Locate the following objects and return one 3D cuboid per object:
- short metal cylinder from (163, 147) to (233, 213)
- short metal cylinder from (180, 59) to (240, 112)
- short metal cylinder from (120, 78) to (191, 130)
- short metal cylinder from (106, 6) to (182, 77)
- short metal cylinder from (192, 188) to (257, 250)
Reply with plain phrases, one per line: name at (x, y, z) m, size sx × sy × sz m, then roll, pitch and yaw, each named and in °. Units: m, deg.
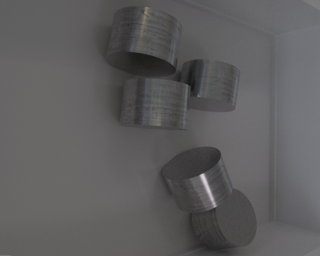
short metal cylinder at (0.050, 0.067, 0.413) m, size 0.081 × 0.080 × 0.050 m, roll -36°, pitch 112°, yaw -34°
short metal cylinder at (0.066, -0.056, 0.426) m, size 0.081 × 0.080 × 0.050 m, roll 16°, pitch 80°, yaw -39°
short metal cylinder at (-0.005, -0.025, 0.366) m, size 0.081 × 0.080 × 0.050 m, roll 7°, pitch 86°, yaw -40°
short metal cylinder at (-0.018, -0.095, 0.355) m, size 0.081 × 0.080 × 0.050 m, roll 15°, pitch 81°, yaw -39°
short metal cylinder at (0.094, 0.133, 0.451) m, size 0.081 × 0.050 × 0.080 m, roll 18°, pitch 58°, yaw -30°
